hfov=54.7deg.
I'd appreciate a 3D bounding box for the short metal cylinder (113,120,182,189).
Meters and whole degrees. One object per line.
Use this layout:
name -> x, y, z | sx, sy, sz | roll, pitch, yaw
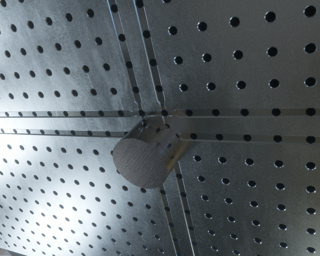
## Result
short metal cylinder -> -0.017, 0.036, 0.425 | 0.080, 0.050, 0.079 | 13, 124, 20
